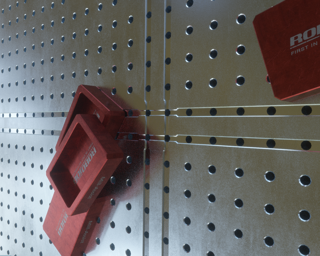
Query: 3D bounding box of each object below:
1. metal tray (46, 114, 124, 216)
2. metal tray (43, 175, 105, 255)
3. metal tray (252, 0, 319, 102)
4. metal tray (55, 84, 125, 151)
[{"bbox_3d":[-0.116,0.055,0.458,0.090,0.030,0.129,50,119,28],"label":"metal tray"},{"bbox_3d":[-0.150,0.146,0.526,0.090,0.030,0.129,36,112,33],"label":"metal tray"},{"bbox_3d":[0.159,-0.085,0.275,0.130,0.030,0.090,-20,77,37],"label":"metal tray"},{"bbox_3d":[-0.116,0.007,0.498,0.090,0.030,0.129,40,114,32],"label":"metal tray"}]
